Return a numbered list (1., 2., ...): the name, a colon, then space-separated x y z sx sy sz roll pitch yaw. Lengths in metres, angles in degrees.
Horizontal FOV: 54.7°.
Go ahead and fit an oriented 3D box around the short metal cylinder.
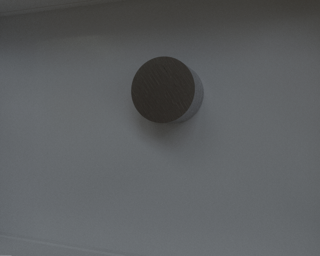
1. short metal cylinder: 0.011 -0.046 0.393 0.080 0.050 0.079 0 90 19
